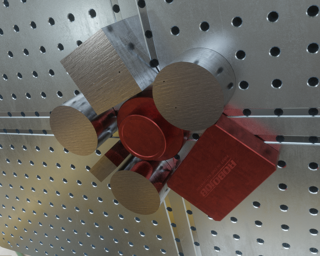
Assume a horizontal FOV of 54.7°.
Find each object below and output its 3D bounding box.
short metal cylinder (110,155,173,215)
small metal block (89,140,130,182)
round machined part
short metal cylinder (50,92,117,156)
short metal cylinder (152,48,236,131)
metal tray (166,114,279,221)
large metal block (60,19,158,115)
[{"bbox_3d":[-0.026,0.080,0.458,0.080,0.050,0.079,13,124,21],"label":"short metal cylinder"},{"bbox_3d":[-0.071,0.047,0.460,0.025,0.050,0.050,45,129,-3],"label":"small metal block"},{"bbox_3d":[-0.015,0.004,0.410,0.098,0.042,0.097,13,124,21],"label":"round machined part"},{"bbox_3d":[-0.110,-0.007,0.448,0.080,0.050,0.079,13,124,21],"label":"short metal cylinder"},{"bbox_3d":[0.039,-0.043,0.347,0.080,0.050,0.079,13,124,21],"label":"short metal cylinder"},{"bbox_3d":[0.076,0.055,0.401,0.090,0.030,0.129,35,129,5],"label":"metal tray"},{"bbox_3d":[-0.061,-0.073,0.382,0.080,0.050,0.080,-23,106,36],"label":"large metal block"}]
